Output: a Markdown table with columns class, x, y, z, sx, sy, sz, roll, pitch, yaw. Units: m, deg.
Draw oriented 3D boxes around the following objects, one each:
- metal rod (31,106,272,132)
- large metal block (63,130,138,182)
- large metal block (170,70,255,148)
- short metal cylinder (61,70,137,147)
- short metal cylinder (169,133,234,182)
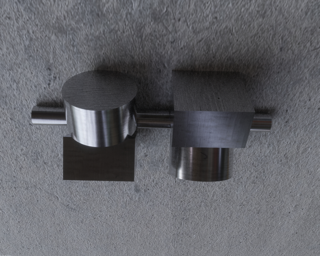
| class | x | y | z | sx | sy | sz | roll | pitch | yaw |
| --- | --- | --- | --- | --- | --- | --- | --- | --- | --- |
| metal rod | -0.009 | -0.012 | 0.401 | 0.302 | 0.025 | 0.025 | 2 | 130 | -2 |
| large metal block | -0.070 | 0.031 | 0.391 | 0.081 | 0.080 | 0.050 | 2 | 96 | -2 |
| large metal block | 0.054 | -0.023 | 0.353 | 0.081 | 0.080 | 0.050 | 1 | 130 | -1 |
| short metal cylinder | -0.066 | -0.024 | 0.351 | 0.081 | 0.080 | 0.050 | 3 | 130 | -3 |
| short metal cylinder | 0.052 | 0.033 | 0.393 | 0.081 | 0.080 | 0.050 | 1 | 95 | -1 |
